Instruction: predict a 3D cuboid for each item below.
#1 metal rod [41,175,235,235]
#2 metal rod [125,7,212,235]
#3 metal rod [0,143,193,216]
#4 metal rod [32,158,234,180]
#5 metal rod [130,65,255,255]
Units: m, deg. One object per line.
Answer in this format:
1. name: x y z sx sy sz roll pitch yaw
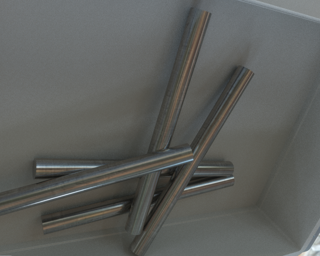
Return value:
1. metal rod: -0.017 0.107 0.465 0.303 0.025 0.025 -8 122 -25
2. metal rod: 0.005 0.004 0.391 0.025 0.025 0.298 7 109 -32
3. metal rod: -0.104 0.066 0.359 0.302 0.025 0.025 -14 125 -15
4. metal rod: -0.016 0.057 0.435 0.302 0.025 0.025 4 116 -31
5. metal rod: 0.043 0.049 0.436 0.025 0.025 0.299 27 95 -38
